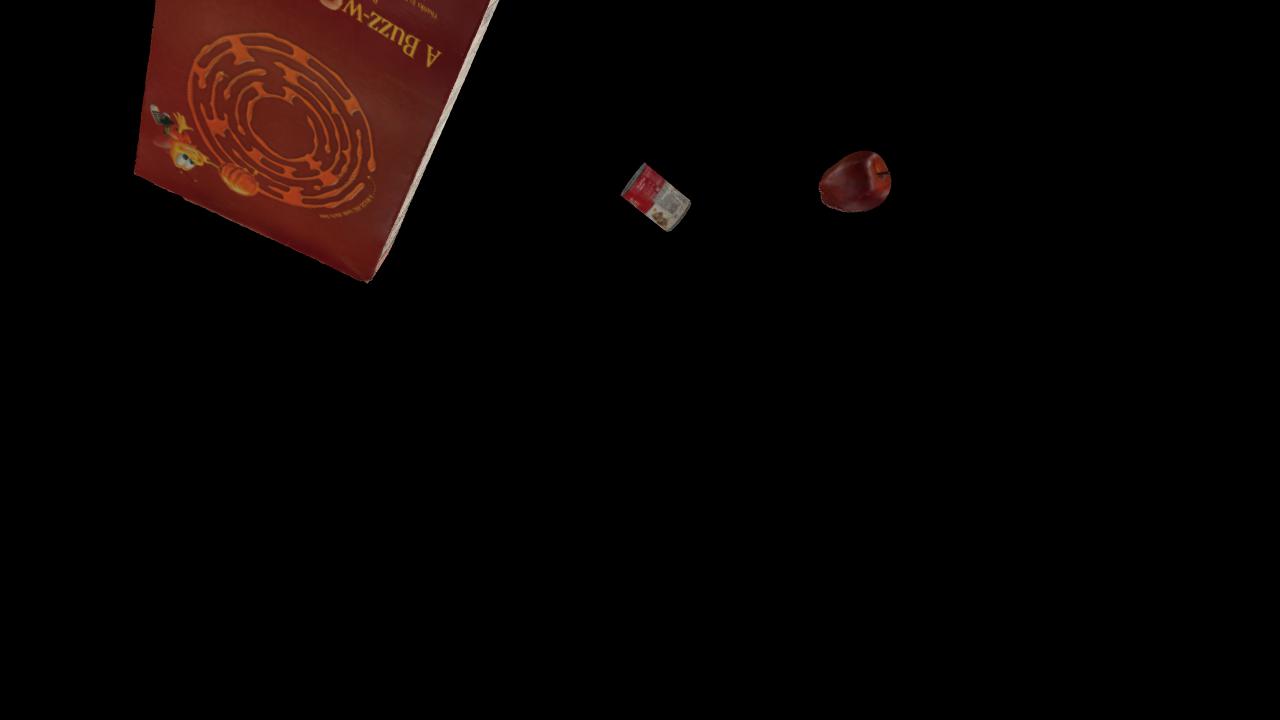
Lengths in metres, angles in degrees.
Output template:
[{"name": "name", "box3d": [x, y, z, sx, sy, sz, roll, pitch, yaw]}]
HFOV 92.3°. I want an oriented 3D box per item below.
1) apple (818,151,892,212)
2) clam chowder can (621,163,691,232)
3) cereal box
[{"name": "apple", "box3d": [0.286, -0.233, 0.814, 0.079, 0.079, 0.093, 0, -6, -40]}, {"name": "clam chowder can", "box3d": [0.028, -0.272, 1.034, 0.102, 0.068, 0.068, 35, -10, -15]}, {"name": "cereal box", "box3d": [-0.260, -0.228, 0.492, 0.203, 0.081, 0.306, 26, -53, -20]}]
